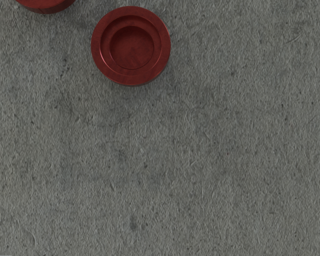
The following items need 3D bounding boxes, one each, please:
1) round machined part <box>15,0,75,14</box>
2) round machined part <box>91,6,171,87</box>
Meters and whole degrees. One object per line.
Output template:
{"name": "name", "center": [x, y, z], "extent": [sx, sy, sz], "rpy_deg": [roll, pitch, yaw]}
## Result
{"name": "round machined part", "center": [-0.147, -0.195, 0.400], "extent": [0.099, 0.042, 0.097], "rpy_deg": [0, 90, 0]}
{"name": "round machined part", "center": [-0.036, -0.102, 0.401], "extent": [0.099, 0.042, 0.097], "rpy_deg": [0, 90, 0]}
